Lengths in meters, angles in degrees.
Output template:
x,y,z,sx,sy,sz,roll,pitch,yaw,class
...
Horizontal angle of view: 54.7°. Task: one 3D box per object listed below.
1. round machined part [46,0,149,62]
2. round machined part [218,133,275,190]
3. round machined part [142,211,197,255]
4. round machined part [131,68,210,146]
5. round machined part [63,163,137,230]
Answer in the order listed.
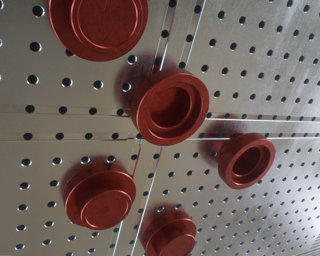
x,y,z,sx,sy,sz,roll,pitch,yaw,class
-0.056,-0.112,0.302,0.099,0.042,0.097,-14,125,-21,round machined part
0.136,0.049,0.508,0.099,0.042,0.097,-14,125,-21,round machined part
0.022,0.195,0.535,0.099,0.042,0.097,-14,125,-21,round machined part
0.009,-0.029,0.389,0.099,0.042,0.097,-14,125,-21,round machined part
-0.078,0.099,0.420,0.099,0.042,0.097,-14,124,-21,round machined part
